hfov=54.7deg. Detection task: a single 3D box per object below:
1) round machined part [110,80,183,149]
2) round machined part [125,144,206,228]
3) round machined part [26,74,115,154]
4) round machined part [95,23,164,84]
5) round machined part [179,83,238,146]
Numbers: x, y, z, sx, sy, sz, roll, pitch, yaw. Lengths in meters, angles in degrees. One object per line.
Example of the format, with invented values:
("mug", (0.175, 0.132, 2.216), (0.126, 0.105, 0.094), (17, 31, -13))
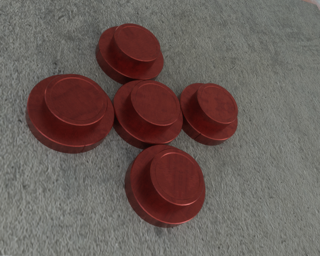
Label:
("round machined part", (-0.013, -0.023, 0.403), (0.099, 0.042, 0.098), (14, 56, -21))
("round machined part", (0.012, 0.063, 0.363), (0.099, 0.042, 0.098), (14, 56, -21))
("round machined part", (-0.099, -0.023, 0.356), (0.099, 0.042, 0.098), (14, 56, -21))
("round machined part", (-0.039, -0.110, 0.442), (0.099, 0.042, 0.098), (14, 56, -21))
("round machined part", (0.074, -0.026, 0.452), (0.099, 0.042, 0.098), (14, 56, -21))
